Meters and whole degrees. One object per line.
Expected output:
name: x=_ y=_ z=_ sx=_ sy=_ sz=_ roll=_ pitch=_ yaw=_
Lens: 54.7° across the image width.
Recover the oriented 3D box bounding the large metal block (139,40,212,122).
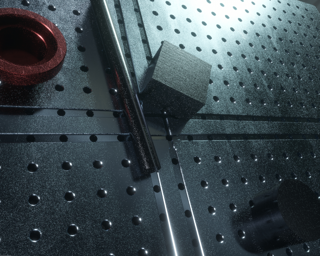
large metal block: x=0.023 y=-0.067 z=0.447 sx=0.080 sy=0.050 sz=0.080 roll=25 pitch=53 yaw=-13

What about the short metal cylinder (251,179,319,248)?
short metal cylinder: x=0.172 y=0.115 z=0.417 sx=0.081 sy=0.050 sz=0.080 roll=14 pitch=56 yaw=-21

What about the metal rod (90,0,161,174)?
metal rod: x=-0.055 y=-0.080 z=0.428 sx=0.025 sy=0.025 sz=0.299 roll=-5 pitch=64 yaw=-31

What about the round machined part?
round machined part: x=-0.164 y=-0.090 z=0.364 sx=0.099 sy=0.042 sz=0.098 roll=14 pitch=56 yaw=-21
